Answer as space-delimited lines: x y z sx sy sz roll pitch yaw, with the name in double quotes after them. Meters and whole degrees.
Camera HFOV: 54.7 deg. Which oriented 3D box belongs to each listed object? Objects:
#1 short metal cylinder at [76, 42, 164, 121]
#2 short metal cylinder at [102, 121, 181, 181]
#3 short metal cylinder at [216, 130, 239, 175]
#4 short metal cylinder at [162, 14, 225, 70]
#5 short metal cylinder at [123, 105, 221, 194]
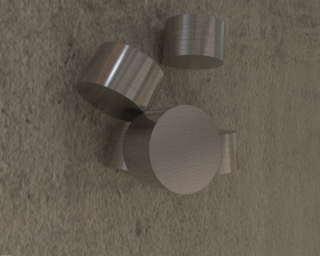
-0.042 -0.047 0.335 0.080 0.080 0.050 37 67 -34 "short metal cylinder"
-0.020 0.030 0.354 0.080 0.080 0.050 25 75 -38 "short metal cylinder"
0.066 0.032 0.426 0.081 0.080 0.050 -8 95 -40 "short metal cylinder"
0.044 -0.110 0.408 0.081 0.080 0.050 4 88 -40 "short metal cylinder"
0.012 0.020 0.298 0.081 0.050 0.080 2 87 -33 "short metal cylinder"
